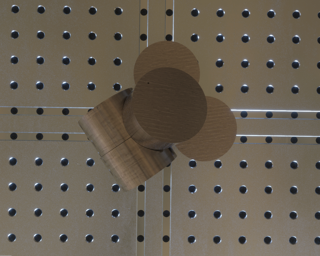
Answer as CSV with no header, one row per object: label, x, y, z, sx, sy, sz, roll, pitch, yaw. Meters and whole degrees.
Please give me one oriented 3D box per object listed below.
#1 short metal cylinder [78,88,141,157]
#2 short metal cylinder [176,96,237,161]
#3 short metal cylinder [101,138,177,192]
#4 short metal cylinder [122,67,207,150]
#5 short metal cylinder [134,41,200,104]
short metal cylinder,-0.053,-0.007,0.385,0.080,0.080,0.050,-34,90,0
short metal cylinder,0.053,0.001,0.401,0.081,0.050,0.079,0,90,-1
short metal cylinder,-0.026,0.036,0.385,0.080,0.080,0.050,-34,90,0
short metal cylinder,0.004,-0.019,0.337,0.081,0.050,0.080,4,77,-17
short metal cylinder,0.008,-0.066,0.400,0.081,0.050,0.079,0,90,-1
